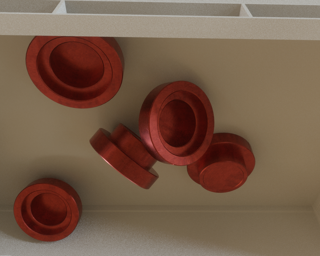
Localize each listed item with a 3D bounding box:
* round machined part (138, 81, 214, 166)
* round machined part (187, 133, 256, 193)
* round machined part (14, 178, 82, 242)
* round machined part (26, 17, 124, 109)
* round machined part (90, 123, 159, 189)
[{"bbox_3d":[0.015,-0.006,0.370,0.098,0.098,0.042,41,158,-30],"label":"round machined part"},{"bbox_3d":[0.088,0.057,0.448,0.099,0.042,0.097,-1,130,0],"label":"round machined part"},{"bbox_3d":[-0.170,0.123,0.484,0.099,0.042,0.097,0,104,1],"label":"round machined part"},{"bbox_3d":[-0.088,-0.072,0.335,0.099,0.042,0.097,-1,130,0],"label":"round machined part"},{"bbox_3d":[-0.038,0.030,0.396,0.098,0.098,0.042,41,88,-30],"label":"round machined part"}]
